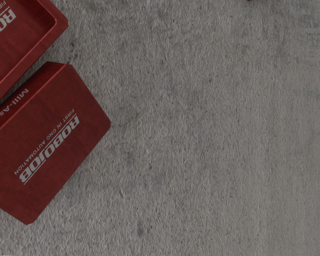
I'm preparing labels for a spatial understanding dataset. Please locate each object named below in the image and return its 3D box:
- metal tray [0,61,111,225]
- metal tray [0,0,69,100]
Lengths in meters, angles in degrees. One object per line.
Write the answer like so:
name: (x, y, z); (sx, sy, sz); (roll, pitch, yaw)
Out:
metal tray: (-0.112, 0.012, 0.290); (0.130, 0.030, 0.090); (-55, 140, -26)
metal tray: (-0.156, -0.081, 0.270); (0.090, 0.030, 0.130); (46, 63, -30)
